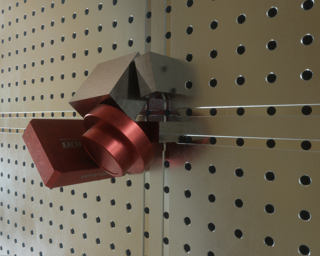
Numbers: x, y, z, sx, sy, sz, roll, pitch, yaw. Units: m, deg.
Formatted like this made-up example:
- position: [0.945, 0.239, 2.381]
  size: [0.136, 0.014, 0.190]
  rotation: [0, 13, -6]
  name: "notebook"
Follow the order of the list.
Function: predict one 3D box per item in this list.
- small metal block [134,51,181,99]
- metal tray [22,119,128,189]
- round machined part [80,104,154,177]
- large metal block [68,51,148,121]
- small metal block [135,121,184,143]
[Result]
- position: [-0.002, -0.065, 0.393]
  size: [0.025, 0.050, 0.050]
  rotation: [-17, 80, 38]
  name: "small metal block"
- position: [-0.108, 0.030, 0.427]
  size: [0.030, 0.131, 0.090]
  rotation: [-52, 60, 28]
  name: "metal tray"
- position: [-0.058, 0.022, 0.378]
  size: [0.098, 0.042, 0.097]
  rotation: [31, 149, 21]
  name: "round machined part"
- position: [-0.061, -0.050, 0.415]
  size: [0.080, 0.050, 0.080]
  rotation: [-5, 45, 39]
  name: "large metal block"
- position: [-0.004, 0.004, 0.395]
  size: [0.050, 0.050, 0.025]
  rotation: [1, 91, 39]
  name: "small metal block"
